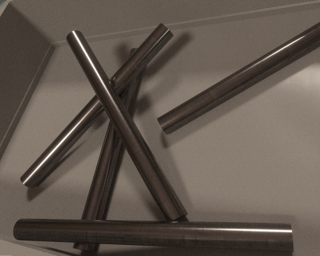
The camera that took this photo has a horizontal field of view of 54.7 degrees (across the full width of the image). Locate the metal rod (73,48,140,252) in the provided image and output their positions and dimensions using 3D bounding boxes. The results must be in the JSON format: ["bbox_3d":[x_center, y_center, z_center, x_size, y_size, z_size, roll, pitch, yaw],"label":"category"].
[{"bbox_3d":[-0.063,0.012,0.429,0.025,0.025,0.299,-3,60,26],"label":"metal rod"}]

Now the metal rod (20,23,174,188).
[{"bbox_3d":[-0.093,-0.028,0.443,0.300,0.025,0.025,-47,51,5],"label":"metal rod"}]

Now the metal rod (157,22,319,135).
[{"bbox_3d":[0.131,-0.077,0.383,0.300,0.025,0.025,-30,52,8],"label":"metal rod"}]

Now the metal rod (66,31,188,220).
[{"bbox_3d":[-0.053,-0.017,0.395,0.025,0.025,0.299,-34,66,5],"label":"metal rod"}]

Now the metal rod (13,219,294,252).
[{"bbox_3d":[-0.023,0.111,0.326,0.301,0.025,0.025,-4,60,17],"label":"metal rod"}]
